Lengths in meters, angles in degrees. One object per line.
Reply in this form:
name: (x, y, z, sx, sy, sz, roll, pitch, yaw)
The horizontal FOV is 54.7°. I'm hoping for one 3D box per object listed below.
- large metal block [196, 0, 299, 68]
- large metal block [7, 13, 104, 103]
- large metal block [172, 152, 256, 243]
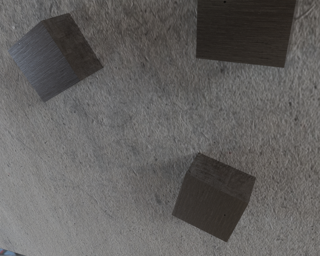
large metal block: (0.080, -0.106, 0.283, 0.080, 0.050, 0.079, 12, 123, 22)
large metal block: (-0.136, -0.090, 0.407, 0.080, 0.050, 0.080, -21, 108, 36)
large metal block: (0.070, 0.091, 0.410, 0.080, 0.050, 0.079, 23, 127, 14)
